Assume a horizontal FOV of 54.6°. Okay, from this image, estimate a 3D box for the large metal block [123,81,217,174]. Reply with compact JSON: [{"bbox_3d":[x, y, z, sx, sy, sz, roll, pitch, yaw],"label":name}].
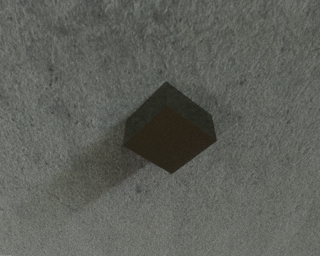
[{"bbox_3d":[0.012,0.002,0.393,0.080,0.050,0.080,33,123,-25],"label":"large metal block"}]
